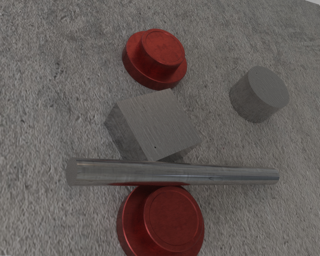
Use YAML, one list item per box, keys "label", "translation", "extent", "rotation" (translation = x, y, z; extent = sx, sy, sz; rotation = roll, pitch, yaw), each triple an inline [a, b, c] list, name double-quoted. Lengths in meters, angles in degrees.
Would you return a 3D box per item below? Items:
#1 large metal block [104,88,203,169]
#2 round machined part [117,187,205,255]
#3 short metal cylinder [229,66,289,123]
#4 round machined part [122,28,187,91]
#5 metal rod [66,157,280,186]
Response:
- label: "large metal block"
  translation: [-0.009, 0.005, 0.380]
  extent: [0.081, 0.050, 0.080]
  rotation: [-19, 72, -35]
- label: "round machined part"
  translation: [0.007, 0.101, 0.335]
  extent: [0.099, 0.042, 0.098]
  rotation: [13, 56, -21]
- label: "short metal cylinder"
  translation: [0.162, -0.054, 0.508]
  extent: [0.081, 0.050, 0.080]
  rotation: [14, 56, -21]
- label: "round machined part"
  translation: [-0.003, -0.107, 0.457]
  extent: [0.099, 0.042, 0.098]
  rotation: [14, 56, -21]
- label: "metal rod"
  translation: [0.043, 0.054, 0.357]
  extent: [0.302, 0.025, 0.025]
  rotation: [8, 58, -37]
